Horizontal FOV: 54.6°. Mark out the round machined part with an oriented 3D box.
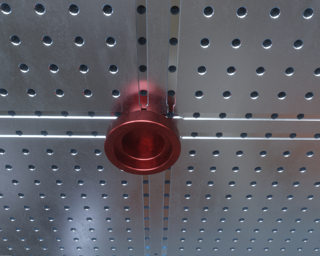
[{"bbox_3d":[-0.022,0.015,0.413,0.099,0.042,0.097,0,130,0],"label":"round machined part"}]
